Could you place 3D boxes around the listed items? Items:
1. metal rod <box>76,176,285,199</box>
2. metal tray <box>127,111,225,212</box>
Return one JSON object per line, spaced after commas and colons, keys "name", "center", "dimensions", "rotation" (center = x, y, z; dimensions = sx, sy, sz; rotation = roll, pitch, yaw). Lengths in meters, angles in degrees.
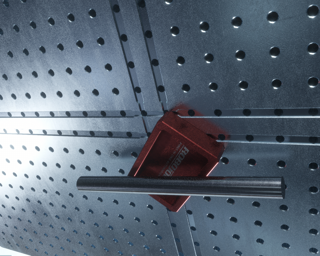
{"name": "metal rod", "center": [0.006, 0.077, 0.415], "dimensions": [0.300, 0.025, 0.025], "rotation": [-5, 116, 30]}
{"name": "metal tray", "center": [0.017, 0.051, 0.430], "dimensions": [0.090, 0.030, 0.129], "rotation": [34, 129, 5]}
